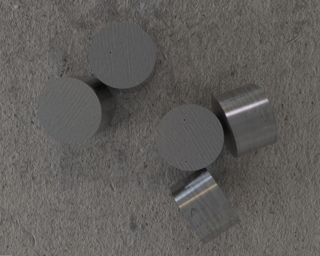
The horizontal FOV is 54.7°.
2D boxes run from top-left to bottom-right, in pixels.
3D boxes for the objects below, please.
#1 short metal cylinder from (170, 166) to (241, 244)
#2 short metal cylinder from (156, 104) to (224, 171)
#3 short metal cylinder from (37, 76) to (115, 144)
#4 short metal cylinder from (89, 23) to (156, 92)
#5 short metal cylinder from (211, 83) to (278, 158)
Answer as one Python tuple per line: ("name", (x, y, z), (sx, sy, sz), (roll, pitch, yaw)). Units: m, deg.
("short metal cylinder", (0.055, 0.094, 0.383), (0.050, 0.080, 0.080), (-33, 90, 0))
("short metal cylinder", (0.038, 0.011, 0.394), (0.080, 0.050, 0.079), (0, 91, 5))
("short metal cylinder", (-0.103, -0.024, 0.387), (0.080, 0.050, 0.079), (2, 102, 9))
("short metal cylinder", (-0.045, -0.087, 0.397), (0.081, 0.050, 0.080), (0, 90, 0))
("short metal cylinder", (0.102, -0.009, 0.383), (0.050, 0.080, 0.080), (-20, 90, 0))
